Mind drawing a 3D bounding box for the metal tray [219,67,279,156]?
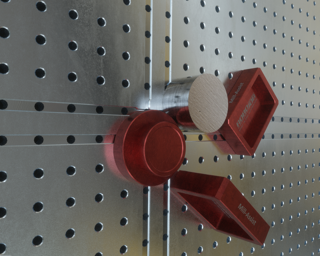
[{"bbox_3d":[0.152,-0.029,0.532,0.090,0.030,0.130,49,61,-29],"label":"metal tray"}]

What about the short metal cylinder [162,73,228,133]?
[{"bbox_3d":[0.050,-0.033,0.435,0.081,0.050,0.079,0,90,-40],"label":"short metal cylinder"}]

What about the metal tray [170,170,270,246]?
[{"bbox_3d":[0.085,0.113,0.438,0.130,0.090,0.030,47,62,-30],"label":"metal tray"}]

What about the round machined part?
[{"bbox_3d":[-0.005,0.025,0.394,0.099,0.042,0.097,0,90,-40],"label":"round machined part"}]
